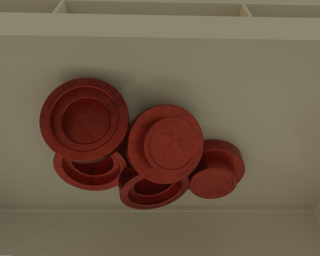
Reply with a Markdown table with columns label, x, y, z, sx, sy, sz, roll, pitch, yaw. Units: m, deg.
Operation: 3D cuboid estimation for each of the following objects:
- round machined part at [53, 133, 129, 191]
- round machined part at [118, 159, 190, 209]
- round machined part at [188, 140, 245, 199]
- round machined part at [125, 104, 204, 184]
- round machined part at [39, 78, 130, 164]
| label | x | y | z | sx | sy | sz | roll | pitch | yaw |
| --- | --- | --- | --- | --- | --- | --- | --- | --- | --- |
| round machined part | -0.092 | 0.040 | 0.427 | 0.099 | 0.042 | 0.097 | -1 | 130 | 0 |
| round machined part | -0.011 | 0.072 | 0.442 | 0.099 | 0.042 | 0.097 | -10 | 137 | -9 |
| round machined part | 0.075 | 0.067 | 0.453 | 0.099 | 0.042 | 0.097 | -1 | 130 | 0 |
| round machined part | 0.009 | 0.020 | 0.377 | 0.099 | 0.042 | 0.097 | 0 | 91 | -17 |
| round machined part | -0.085 | -0.006 | 0.366 | 0.099 | 0.098 | 0.042 | 2 | 166 | -2 |
